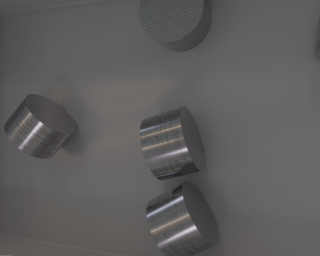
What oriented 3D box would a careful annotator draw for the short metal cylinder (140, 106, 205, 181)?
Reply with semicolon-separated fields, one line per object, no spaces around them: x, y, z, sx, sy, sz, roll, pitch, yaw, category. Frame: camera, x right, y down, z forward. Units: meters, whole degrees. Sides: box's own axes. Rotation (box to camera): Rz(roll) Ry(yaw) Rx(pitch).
0.017;0.019;0.375;0.050;0.080;0.080;-17;84;19;short metal cylinder

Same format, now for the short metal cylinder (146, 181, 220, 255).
0.028;0.111;0.371;0.050;0.080;0.080;-32;80;17;short metal cylinder

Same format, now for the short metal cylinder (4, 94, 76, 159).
-0.169;-0.003;0.441;0.080;0.080;0.050;47;105;14;short metal cylinder

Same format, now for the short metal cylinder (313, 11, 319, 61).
0.201;-0.096;0.310;0.080;0.080;0.050;8;93;20;short metal cylinder

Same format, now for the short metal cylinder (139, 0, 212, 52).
0.020;-0.142;0.390;0.080;0.050;0.080;0;90;20;short metal cylinder
